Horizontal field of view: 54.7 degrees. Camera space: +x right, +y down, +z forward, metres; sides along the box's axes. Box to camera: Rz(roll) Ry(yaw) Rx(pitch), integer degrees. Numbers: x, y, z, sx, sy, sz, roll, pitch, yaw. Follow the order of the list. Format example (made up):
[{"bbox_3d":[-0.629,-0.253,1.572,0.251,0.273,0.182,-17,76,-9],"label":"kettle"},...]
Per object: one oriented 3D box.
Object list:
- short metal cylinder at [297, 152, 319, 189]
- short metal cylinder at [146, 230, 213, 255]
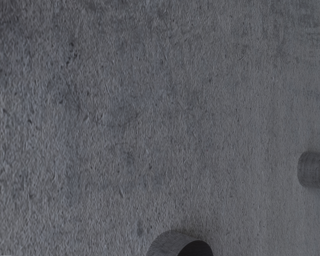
[{"bbox_3d":[0.344,0.092,0.676,0.081,0.050,0.080,0,90,-40],"label":"short metal cylinder"},{"bbox_3d":[0.026,0.183,0.411,0.081,0.050,0.080,0,90,-40],"label":"short metal cylinder"}]
